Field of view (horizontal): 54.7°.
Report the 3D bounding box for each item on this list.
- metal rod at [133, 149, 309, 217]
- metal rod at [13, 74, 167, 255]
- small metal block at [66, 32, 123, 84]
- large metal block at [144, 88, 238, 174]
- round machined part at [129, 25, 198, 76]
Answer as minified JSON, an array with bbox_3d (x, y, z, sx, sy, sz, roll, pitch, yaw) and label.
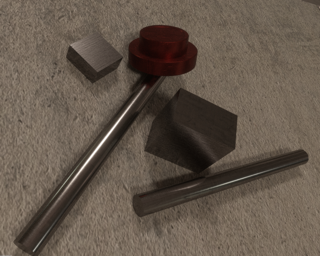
[{"bbox_3d":[0.102,0.066,0.420,0.303,0.025,0.025,-9,66,-32],"label":"metal rod"},{"bbox_3d":[-0.057,0.008,0.368,0.025,0.025,0.301,36,51,-5],"label":"metal rod"},{"bbox_3d":[-0.087,-0.095,0.416,0.050,0.025,0.050,45,51,2],"label":"small metal block"},{"bbox_3d":[0.038,0.007,0.386,0.080,0.080,0.050,24,53,-14],"label":"large metal block"},{"bbox_3d":[0.005,-0.115,0.440,0.099,0.042,0.098,3,37,-2],"label":"round machined part"}]
